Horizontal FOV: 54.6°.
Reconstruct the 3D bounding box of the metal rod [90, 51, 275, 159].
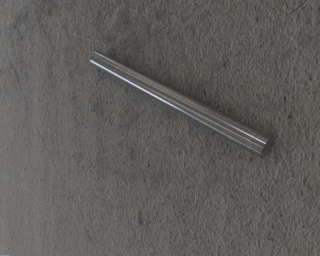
[{"bbox_3d":[0.005,-0.045,0.401,0.300,0.025,0.025,32,110,35],"label":"metal rod"}]
